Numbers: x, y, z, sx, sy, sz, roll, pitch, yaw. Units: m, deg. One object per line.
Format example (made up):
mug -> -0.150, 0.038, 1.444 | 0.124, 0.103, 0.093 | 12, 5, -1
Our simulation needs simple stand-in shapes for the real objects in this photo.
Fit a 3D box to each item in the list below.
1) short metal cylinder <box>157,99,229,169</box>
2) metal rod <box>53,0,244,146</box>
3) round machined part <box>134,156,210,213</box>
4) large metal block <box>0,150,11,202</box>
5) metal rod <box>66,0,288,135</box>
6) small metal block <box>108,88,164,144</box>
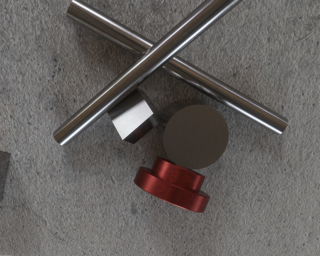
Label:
short metal cylinder -> 0.039, 0.006, 0.391 | 0.081, 0.050, 0.079 | -2, 103, -10
metal rod -> -0.019, -0.069, 0.359 | 0.299, 0.025, 0.025 | -36, 107, 21
round machined part -> 0.019, 0.068, 0.401 | 0.099, 0.098, 0.042 | 23, 87, -9
large metal block -> -0.259, 0.068, 0.418 | 0.080, 0.050, 0.079 | 17, 109, -7
metal rod -> 0.030, -0.070, 0.384 | 0.301, 0.025, 0.025 | 28, 108, -10
small metal block -> -0.032, -0.016, 0.388 | 0.050, 0.050, 0.025 | -40, 150, 13
